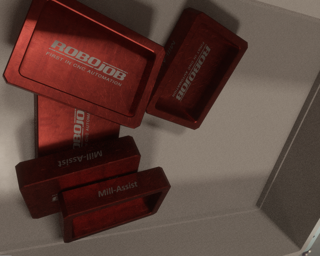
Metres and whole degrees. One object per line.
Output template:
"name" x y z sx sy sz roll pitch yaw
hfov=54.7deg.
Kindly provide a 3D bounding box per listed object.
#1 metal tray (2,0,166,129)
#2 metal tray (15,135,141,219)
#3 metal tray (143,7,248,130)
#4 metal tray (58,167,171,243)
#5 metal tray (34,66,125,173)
"metal tray" -0.068 -0.062 0.298 0.131 0.030 0.090 21 85 -27
"metal tray" -0.093 0.060 0.371 0.131 0.030 0.089 -14 148 -21
"metal tray" 0.040 -0.068 0.386 0.091 0.030 0.129 18 109 -36
"metal tray" -0.059 0.098 0.395 0.131 0.030 0.089 -12 147 -25
"metal tray" -0.093 -0.003 0.354 0.091 0.030 0.129 -4 120 -27
